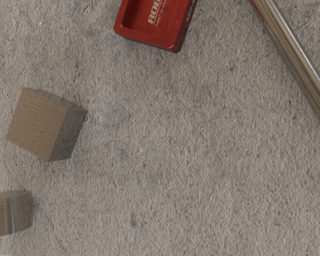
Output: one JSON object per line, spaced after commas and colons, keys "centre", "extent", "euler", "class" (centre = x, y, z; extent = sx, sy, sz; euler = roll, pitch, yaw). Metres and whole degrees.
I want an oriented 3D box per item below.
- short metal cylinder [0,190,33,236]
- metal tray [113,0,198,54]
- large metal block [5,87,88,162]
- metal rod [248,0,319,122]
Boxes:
{"centre": [-0.234, 0.125, 0.460], "extent": [0.080, 0.080, 0.050], "euler": [-5, 89, 19], "class": "short metal cylinder"}
{"centre": [0.002, -0.173, 0.404], "extent": [0.090, 0.030, 0.129], "euler": [21, 97, 18], "class": "metal tray"}
{"centre": [-0.164, -0.006, 0.452], "extent": [0.080, 0.050, 0.080], "euler": [25, 98, 18], "class": "large metal block"}
{"centre": [0.145, -0.101, 0.357], "extent": [0.025, 0.025, 0.299], "euler": [-30, 81, 17], "class": "metal rod"}
